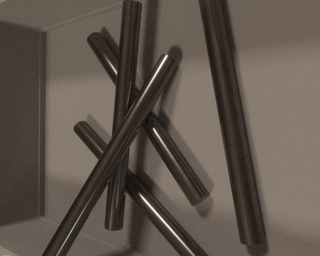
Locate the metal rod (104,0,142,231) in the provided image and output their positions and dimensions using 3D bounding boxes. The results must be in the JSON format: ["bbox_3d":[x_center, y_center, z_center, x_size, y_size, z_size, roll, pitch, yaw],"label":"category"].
[{"bbox_3d":[-0.049,-0.013,0.411,0.025,0.025,0.298,9,96,39],"label":"metal rod"}]

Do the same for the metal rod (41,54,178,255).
[{"bbox_3d":[-0.062,0.041,0.384,0.025,0.025,0.299,27,84,36],"label":"metal rod"}]

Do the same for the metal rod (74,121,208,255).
[{"bbox_3d":[-0.036,0.084,0.434,0.300,0.025,0.025,42,115,31],"label":"metal rod"}]

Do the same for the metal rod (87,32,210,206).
[{"bbox_3d":[-0.028,-0.028,0.427,0.025,0.025,0.299,-48,62,29],"label":"metal rod"}]

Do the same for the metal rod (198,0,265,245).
[{"bbox_3d":[0.075,-0.027,0.343,0.025,0.025,0.298,-14,81,39],"label":"metal rod"}]
